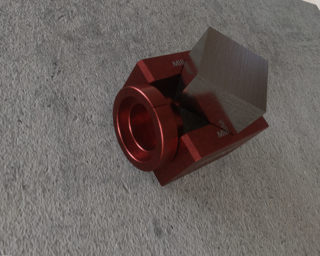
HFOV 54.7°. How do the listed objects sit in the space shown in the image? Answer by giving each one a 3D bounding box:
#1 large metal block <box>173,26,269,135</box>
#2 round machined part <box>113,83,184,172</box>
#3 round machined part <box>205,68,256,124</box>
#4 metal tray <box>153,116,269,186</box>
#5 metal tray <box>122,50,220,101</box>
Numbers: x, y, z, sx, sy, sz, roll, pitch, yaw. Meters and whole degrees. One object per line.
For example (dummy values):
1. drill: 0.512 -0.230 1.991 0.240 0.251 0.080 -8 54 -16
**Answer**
1. large metal block: 0.069 -0.052 0.341 0.080 0.050 0.080 26 52 -12
2. round machined part: -0.011 -0.003 0.355 0.042 0.097 0.098 -17 71 -35
3. round machined part: 0.091 -0.038 0.432 0.042 0.097 0.098 -17 71 -35
4. metal tray: 0.062 0.022 0.383 0.131 0.090 0.030 -19 72 -36
5. metal tray: 0.014 -0.060 0.411 0.131 0.090 0.030 -20 73 -36
